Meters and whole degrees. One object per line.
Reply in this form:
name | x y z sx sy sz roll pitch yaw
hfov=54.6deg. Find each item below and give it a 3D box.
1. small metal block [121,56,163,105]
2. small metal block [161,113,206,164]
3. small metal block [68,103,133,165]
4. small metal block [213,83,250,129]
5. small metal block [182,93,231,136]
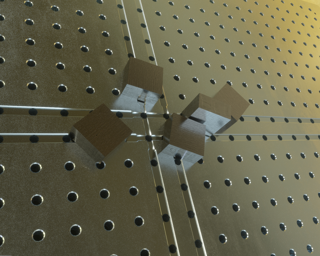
small metal block | -0.024 -0.066 0.435 0.050 0.025 0.050 15 56 -20
small metal block | 0.032 0.014 0.416 0.050 0.025 0.050 21 54 -16
small metal block | -0.069 0.007 0.366 0.050 0.025 0.050 44 51 2
small metal block | 0.106 -0.035 0.486 0.050 0.025 0.050 44 51 2
small metal block | 0.064 -0.017 0.437 0.050 0.050 0.025 19 54 -17
